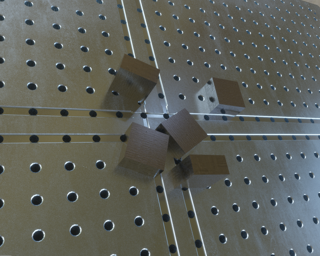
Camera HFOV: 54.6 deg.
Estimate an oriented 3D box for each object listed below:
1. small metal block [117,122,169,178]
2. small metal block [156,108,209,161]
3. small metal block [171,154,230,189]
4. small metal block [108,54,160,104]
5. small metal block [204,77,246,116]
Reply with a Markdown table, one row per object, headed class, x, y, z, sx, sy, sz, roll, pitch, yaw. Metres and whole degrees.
| class | x | y | z | sx | sy | sz | roll | pitch | yaw |
| --- | --- | --- | --- | --- | --- | --- | --- | --- | --- |
| small metal block | -0.019 | 0.027 | 0.381 | 0.050 | 0.025 | 0.050 | 21 | 54 | -16 |
| small metal block | 0.028 | 0.008 | 0.418 | 0.050 | 0.025 | 0.050 | -33 | 80 | -38 |
| small metal block | 0.049 | 0.055 | 0.384 | 0.050 | 0.050 | 0.025 | 4 | 60 | -26 |
| small metal block | -0.035 | -0.064 | 0.412 | 0.050 | 0.050 | 0.025 | 22 | 54 | -15 |
| small metal block | 0.102 | -0.050 | 0.493 | 0.050 | 0.025 | 0.050 | 5 | 59 | -25 |
